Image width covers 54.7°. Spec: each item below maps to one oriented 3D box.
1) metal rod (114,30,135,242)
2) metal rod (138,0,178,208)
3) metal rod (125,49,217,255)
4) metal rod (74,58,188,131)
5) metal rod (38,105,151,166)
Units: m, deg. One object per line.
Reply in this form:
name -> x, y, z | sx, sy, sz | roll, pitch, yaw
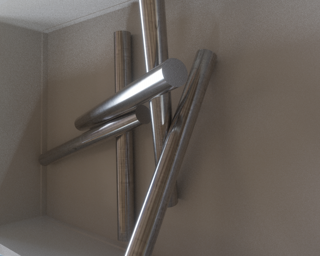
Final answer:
metal rod -> -0.052, 0.011, 0.449 | 0.025, 0.025, 0.298 | -2, 89, 40
metal rod -> -0.001, -0.040, 0.336 | 0.025, 0.025, 0.298 | 17, 123, 39
metal rod -> 0.006, 0.050, 0.324 | 0.025, 0.025, 0.299 | 7, 70, 40
metal rod -> -0.059, -0.027, 0.387 | 0.299, 0.025, 0.025 | -15, 80, 60
metal rod -> -0.119, 0.022, 0.482 | 0.299, 0.025, 0.025 | -21, 77, 45
